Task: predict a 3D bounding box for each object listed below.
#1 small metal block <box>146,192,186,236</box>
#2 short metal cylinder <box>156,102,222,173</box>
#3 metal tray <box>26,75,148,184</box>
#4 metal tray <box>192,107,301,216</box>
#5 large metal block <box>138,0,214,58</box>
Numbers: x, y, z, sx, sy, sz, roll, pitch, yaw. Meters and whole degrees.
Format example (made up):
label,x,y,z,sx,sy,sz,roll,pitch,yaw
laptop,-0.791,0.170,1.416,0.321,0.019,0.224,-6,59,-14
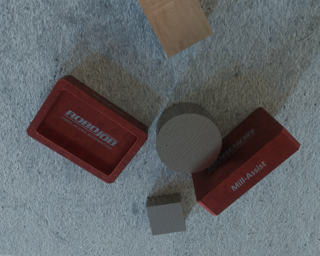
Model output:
label,x,y,z,sx,sy,sz,roll,pitch,yaw
small metal block,0.009,0.127,0.457,0.050,0.025,0.050,-9,110,3
short metal cylinder,0.035,0.011,0.401,0.081,0.050,0.079,0,110,0
metal tray,-0.092,0.004,0.407,0.130,0.030,0.090,34,106,-12
metal tray,0.099,0.039,0.390,0.030,0.090,0.130,43,104,-14
large metal block,0.011,-0.128,0.333,0.050,0.080,0.080,-27,108,9
